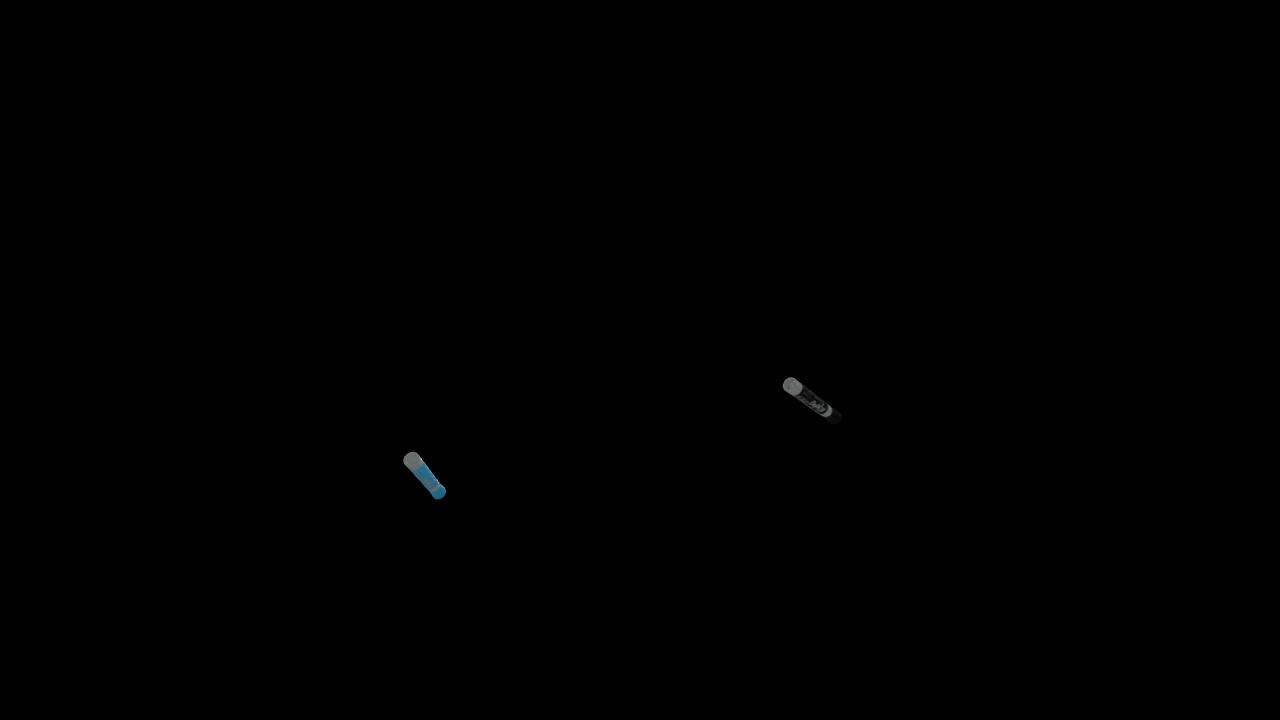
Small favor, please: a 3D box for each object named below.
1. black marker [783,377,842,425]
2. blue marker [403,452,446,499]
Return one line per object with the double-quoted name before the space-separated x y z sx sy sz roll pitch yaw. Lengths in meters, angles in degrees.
"black marker" 0.218 0.053 0.770 0.020 0.020 0.121 0 -24 47
"blue marker" -0.270 0.149 0.779 0.020 0.020 0.121 0 -32 1
